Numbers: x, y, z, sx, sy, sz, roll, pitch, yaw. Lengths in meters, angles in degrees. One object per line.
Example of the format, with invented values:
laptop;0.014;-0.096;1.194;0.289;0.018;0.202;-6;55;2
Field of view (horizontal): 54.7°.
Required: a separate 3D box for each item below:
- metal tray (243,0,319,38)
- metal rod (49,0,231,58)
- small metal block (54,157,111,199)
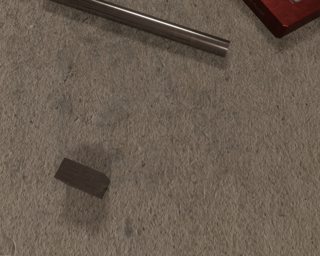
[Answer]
metal tray;0.184;-0.213;0.486;0.090;0.030;0.130;-30;73;-11
metal rod;-0.042;-0.166;0.468;0.301;0.025;0.025;20;71;6
small metal block;-0.091;0.062;0.371;0.050;0.050;0.025;21;72;7
